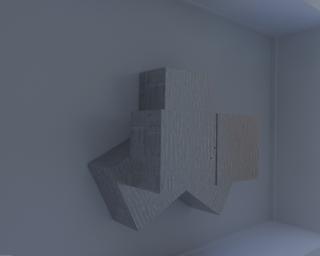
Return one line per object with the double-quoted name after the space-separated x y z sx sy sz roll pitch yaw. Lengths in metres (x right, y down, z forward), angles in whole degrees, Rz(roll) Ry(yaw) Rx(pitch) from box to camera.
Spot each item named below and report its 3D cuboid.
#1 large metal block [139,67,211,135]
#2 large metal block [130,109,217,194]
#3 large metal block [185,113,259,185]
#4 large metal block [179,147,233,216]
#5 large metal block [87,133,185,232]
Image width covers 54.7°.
0.021 -0.031 0.405 0.081 0.050 0.080 2 89 -40 "large metal block"
0.015 0.022 0.336 0.081 0.050 0.080 1 90 -40 "large metal block"
0.078 0.024 0.387 0.081 0.050 0.080 1 90 -40 "large metal block"
0.058 0.064 0.435 0.080 0.050 0.080 41 65 -32 "large metal block"
-0.025 0.059 0.367 0.081 0.050 0.080 -33 111 -35 "large metal block"
